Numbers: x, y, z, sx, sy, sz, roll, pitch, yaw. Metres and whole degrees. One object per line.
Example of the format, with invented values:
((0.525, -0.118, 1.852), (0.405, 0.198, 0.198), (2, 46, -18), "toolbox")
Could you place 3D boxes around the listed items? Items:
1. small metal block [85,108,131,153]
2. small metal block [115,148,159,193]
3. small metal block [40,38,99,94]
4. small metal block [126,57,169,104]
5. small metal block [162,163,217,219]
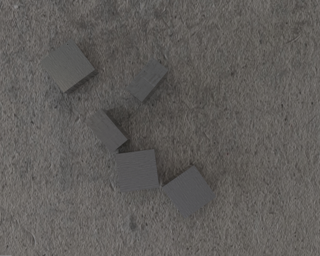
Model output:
((-0.065, 0.003, 0.397), (0.025, 0.050, 0.050), (-40, 90, 0), "small metal block")
((-0.029, 0.055, 0.410), (0.050, 0.025, 0.050), (-7, 90, 0), "small metal block")
((-0.118, -0.080, 0.409), (0.050, 0.025, 0.050), (-37, 90, 0), "small metal block")
((-0.015, -0.058, 0.397), (0.025, 0.050, 0.050), (40, 90, 0), "small metal block")
((0.038, 0.082, 0.410), (0.050, 0.025, 0.050), (-35, 90, 0), "small metal block")
